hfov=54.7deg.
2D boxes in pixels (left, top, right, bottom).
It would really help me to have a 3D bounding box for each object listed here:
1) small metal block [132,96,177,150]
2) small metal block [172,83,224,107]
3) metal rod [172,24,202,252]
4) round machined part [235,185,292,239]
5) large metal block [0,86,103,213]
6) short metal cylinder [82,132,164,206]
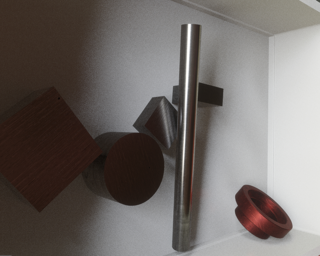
[{"bbox_3d":[0.000,-0.006,0.409,0.050,0.025,0.050,48,62,-30],"label":"small metal block"},{"bbox_3d":[0.053,-0.045,0.437,0.050,0.050,0.025,6,86,-40],"label":"small metal block"},{"bbox_3d":[0.034,0.020,0.407,0.025,0.025,0.298,-7,104,-40],"label":"metal rod"},{"bbox_3d":[0.164,0.144,0.513,0.099,0.098,0.042,18,115,-39],"label":"round machined part"},{"bbox_3d":[-0.117,0.018,0.294,0.080,0.050,0.080,-47,118,-30],"label":"large metal block"},{"bbox_3d":[-0.042,0.045,0.357,0.081,0.050,0.079,0,90,-40],"label":"short metal cylinder"}]
